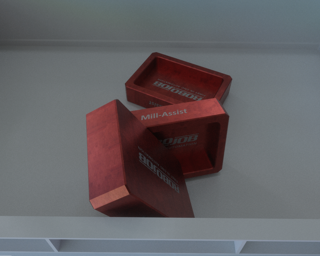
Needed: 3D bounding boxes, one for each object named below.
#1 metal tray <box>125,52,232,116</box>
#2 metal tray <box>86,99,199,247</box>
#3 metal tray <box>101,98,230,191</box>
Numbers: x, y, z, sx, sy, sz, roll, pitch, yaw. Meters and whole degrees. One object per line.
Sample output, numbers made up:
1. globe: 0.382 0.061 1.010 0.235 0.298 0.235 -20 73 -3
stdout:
1. metal tray: 0.027 -0.058 0.450 0.130 0.030 0.090 22 53 17
2. metal tray: -0.012 0.045 0.279 0.030 0.130 0.090 -26 49 15
3. metal tray: 0.006 0.020 0.343 0.131 0.089 0.030 -9 41 -8
